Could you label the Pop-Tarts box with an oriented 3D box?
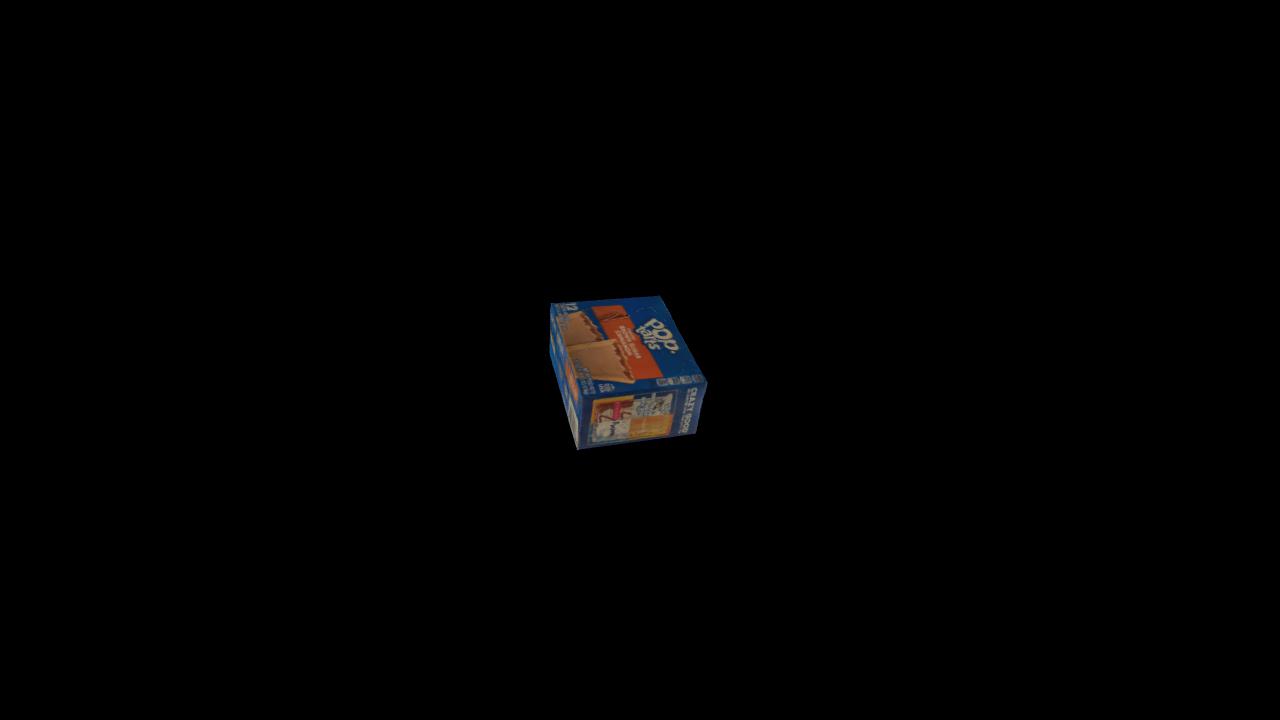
[{"bbox_3d":[-0.021,0.008,0.712,0.141,0.083,0.167,-5,42,-17],"label":"Pop-Tarts box"}]
